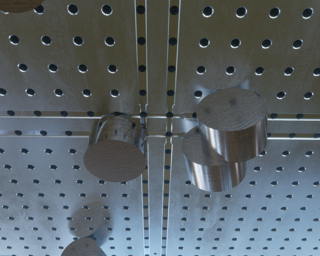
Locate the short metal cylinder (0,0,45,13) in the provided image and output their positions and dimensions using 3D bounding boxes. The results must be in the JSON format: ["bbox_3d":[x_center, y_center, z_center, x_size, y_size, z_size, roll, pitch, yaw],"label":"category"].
[{"bbox_3d":[-0.128,-0.148,0.268,0.081,0.050,0.079,0,130,0],"label":"short metal cylinder"}]

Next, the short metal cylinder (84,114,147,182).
[{"bbox_3d":[-0.058,0.028,0.419,0.081,0.050,0.079,0,130,0],"label":"short metal cylinder"}]

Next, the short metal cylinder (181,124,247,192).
[{"bbox_3d":[0.072,0.036,0.407,0.080,0.080,0.050,-9,130,7],"label":"short metal cylinder"}]

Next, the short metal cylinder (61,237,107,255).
[{"bbox_3d":[-0.145,0.260,0.596,0.080,0.080,0.050,-12,129,10],"label":"short metal cylinder"}]

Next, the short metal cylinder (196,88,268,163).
[{"bbox_3d":[0.087,-0.005,0.372,0.080,0.080,0.050,-9,130,7],"label":"short metal cylinder"}]
